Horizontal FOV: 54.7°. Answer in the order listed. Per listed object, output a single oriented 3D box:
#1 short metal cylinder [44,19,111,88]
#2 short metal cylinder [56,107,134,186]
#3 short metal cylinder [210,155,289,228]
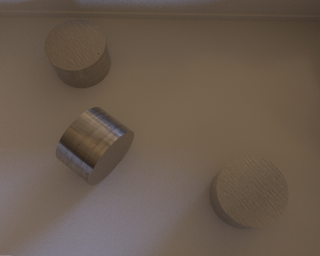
[{"bbox_3d":[-0.112,-0.103,0.433,0.081,0.050,0.080,0,70,0],"label":"short metal cylinder"},{"bbox_3d":[-0.076,0.022,0.372,0.050,0.080,0.080,36,74,12],"label":"short metal cylinder"},{"bbox_3d":[0.103,0.078,0.369,0.081,0.050,0.080,0,70,0],"label":"short metal cylinder"}]
